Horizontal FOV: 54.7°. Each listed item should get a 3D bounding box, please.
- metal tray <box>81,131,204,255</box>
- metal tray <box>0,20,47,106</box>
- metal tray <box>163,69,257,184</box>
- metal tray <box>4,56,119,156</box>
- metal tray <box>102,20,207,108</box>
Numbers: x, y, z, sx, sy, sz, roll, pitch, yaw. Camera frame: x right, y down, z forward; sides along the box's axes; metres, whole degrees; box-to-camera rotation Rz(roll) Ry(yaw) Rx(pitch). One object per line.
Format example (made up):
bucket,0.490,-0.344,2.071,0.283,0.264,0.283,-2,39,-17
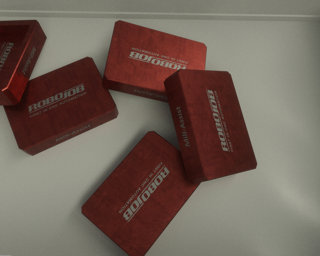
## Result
metal tray,-0.018,0.079,0.378,0.090,0.030,0.130,38,74,12
metal tray,-0.218,-0.091,0.416,0.090,0.030,0.130,1,57,8
metal tray,0.062,-0.005,0.376,0.091,0.030,0.129,-5,76,-36
metal tray,-0.134,-0.031,0.417,0.131,0.030,0.090,-25,72,-9
metal tray,-0.005,-0.086,0.421,0.131,0.030,0.090,12,70,-12
